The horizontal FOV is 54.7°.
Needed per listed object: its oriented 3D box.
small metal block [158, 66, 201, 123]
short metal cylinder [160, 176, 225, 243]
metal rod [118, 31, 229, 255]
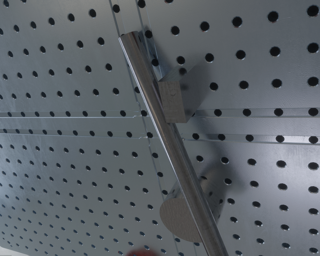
[{"bbox_3d":[0.024,-0.039,0.358,0.025,0.050,0.050,2,119,27],"label":"small metal block"},{"bbox_3d":[0.046,0.115,0.442,0.080,0.050,0.079,13,124,21],"label":"short metal cylinder"},{"bbox_3d":[0.019,0.029,0.378,0.025,0.025,0.299,-19,96,35],"label":"metal rod"}]
